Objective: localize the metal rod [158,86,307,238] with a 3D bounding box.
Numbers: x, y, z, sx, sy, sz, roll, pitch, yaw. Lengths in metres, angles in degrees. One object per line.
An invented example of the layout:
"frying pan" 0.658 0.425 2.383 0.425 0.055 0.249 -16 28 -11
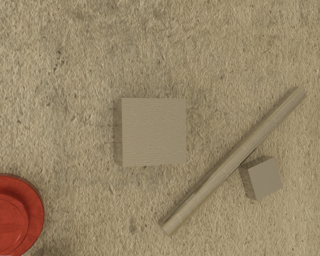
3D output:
"metal rod" 0.114 0.040 0.452 0.301 0.025 0.025 -42 104 -16

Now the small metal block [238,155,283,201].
"small metal block" 0.152 0.074 0.467 0.050 0.025 0.050 -20 97 -19

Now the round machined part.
"round machined part" -0.178 0.100 0.335 0.099 0.042 0.097 0 90 -21

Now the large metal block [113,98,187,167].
"large metal block" -0.014 0.004 0.391 0.081 0.050 0.079 -1 91 -20

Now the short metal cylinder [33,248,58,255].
"short metal cylinder" -0.129 0.179 0.333 0.050 0.080 0.080 38 78 -16
